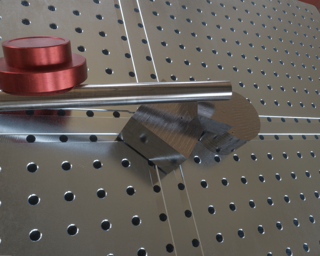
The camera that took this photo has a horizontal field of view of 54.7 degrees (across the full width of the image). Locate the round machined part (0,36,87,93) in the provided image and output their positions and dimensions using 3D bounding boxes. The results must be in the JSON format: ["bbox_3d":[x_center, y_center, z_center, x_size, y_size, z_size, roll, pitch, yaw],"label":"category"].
[{"bbox_3d":[-0.131,-0.074,0.338,0.099,0.042,0.098,1,26,0],"label":"round machined part"}]

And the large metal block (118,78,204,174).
[{"bbox_3d":[0.007,-0.003,0.396,0.080,0.050,0.080,38,51,-3],"label":"large metal block"}]

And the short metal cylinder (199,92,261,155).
[{"bbox_3d":[0.097,-0.008,0.451,0.081,0.050,0.080,14,56,-21],"label":"short metal cylinder"}]

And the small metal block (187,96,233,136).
[{"bbox_3d":[0.063,-0.024,0.391,0.050,0.025,0.050,17,55,-19],"label":"small metal block"}]

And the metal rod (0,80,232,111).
[{"bbox_3d":[-0.067,-0.036,0.339,0.302,0.025,0.025,-4,62,-11],"label":"metal rod"}]
